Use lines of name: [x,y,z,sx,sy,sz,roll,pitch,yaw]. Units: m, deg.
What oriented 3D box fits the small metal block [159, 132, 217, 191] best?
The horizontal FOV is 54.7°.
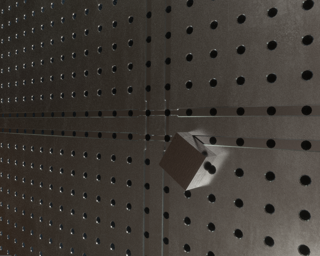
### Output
small metal block: [0.033,0.040,0.380,0.050,0.025,0.050,41,115,32]
